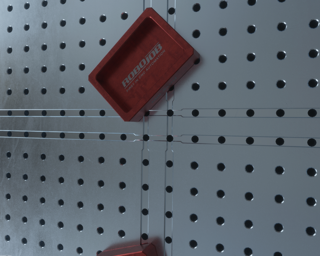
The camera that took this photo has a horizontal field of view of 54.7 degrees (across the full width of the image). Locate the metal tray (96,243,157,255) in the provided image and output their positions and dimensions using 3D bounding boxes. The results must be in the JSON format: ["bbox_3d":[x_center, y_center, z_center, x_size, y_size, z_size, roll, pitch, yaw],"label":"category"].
[{"bbox_3d":[-0.037,0.233,0.422,0.090,0.030,0.129,-17,84,19],"label":"metal tray"}]

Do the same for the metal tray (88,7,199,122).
[{"bbox_3d":[-0.024,-0.082,0.418,0.130,0.030,0.090,-45,76,14],"label":"metal tray"}]
